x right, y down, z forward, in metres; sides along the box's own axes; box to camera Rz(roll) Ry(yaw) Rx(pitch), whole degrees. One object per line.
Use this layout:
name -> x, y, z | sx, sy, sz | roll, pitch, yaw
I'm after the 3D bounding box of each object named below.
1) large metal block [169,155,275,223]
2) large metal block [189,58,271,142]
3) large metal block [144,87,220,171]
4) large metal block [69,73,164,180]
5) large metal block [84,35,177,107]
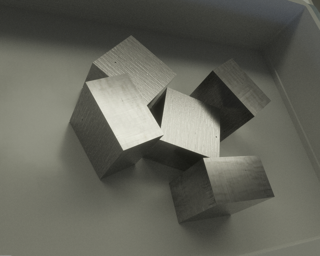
large metal block -> 0.069, 0.072, 0.364 | 0.081, 0.080, 0.050 | 1, 62, -28
large metal block -> 0.093, -0.037, 0.443 | 0.080, 0.080, 0.050 | 49, 51, 6
large metal block -> 0.030, 0.005, 0.402 | 0.080, 0.050, 0.080 | 21, 54, -17
large metal block -> -0.052, -0.001, 0.342 | 0.050, 0.080, 0.080 | -21, 73, -36
large metal block -> -0.038, -0.062, 0.406 | 0.080, 0.050, 0.080 | 41, 51, -1
